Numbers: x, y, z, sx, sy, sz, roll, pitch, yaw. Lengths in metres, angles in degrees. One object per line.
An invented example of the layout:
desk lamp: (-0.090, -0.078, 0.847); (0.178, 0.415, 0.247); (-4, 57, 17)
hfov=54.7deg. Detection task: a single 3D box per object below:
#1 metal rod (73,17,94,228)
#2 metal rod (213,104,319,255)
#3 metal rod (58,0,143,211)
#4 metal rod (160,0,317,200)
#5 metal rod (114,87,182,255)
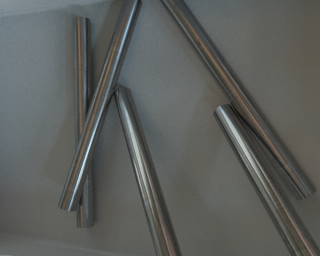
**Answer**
metal rod: (-0.111, -0.008, 0.449); (0.025, 0.025, 0.298); (-1, 90, 20)
metal rod: (0.123, 0.091, 0.297); (0.025, 0.025, 0.299); (-34, 52, 17)
metal rod: (-0.081, -0.033, 0.423); (0.025, 0.025, 0.298); (18, 90, 19)
metal rod: (0.089, -0.049, 0.379); (0.025, 0.025, 0.299); (-35, 79, 16)
metal rod: (-0.011, 0.070, 0.349); (0.025, 0.025, 0.299); (-31, 55, 17)
